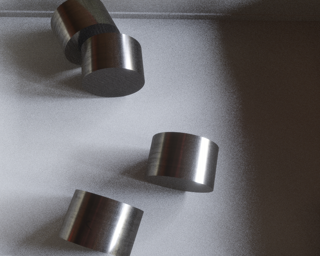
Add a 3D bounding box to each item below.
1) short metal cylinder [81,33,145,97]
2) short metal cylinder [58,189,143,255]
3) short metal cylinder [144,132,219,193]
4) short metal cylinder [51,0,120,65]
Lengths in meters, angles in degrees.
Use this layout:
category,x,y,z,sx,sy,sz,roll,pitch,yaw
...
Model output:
category,x,y,z,sx,sy,sz,roll,pitch,yaw
short metal cylinder,-0.062,-0.080,0.409,0.081,0.080,0.050,-6,70,-2
short metal cylinder,-0.064,0.105,0.342,0.080,0.080,0.050,16,71,6
short metal cylinder,0.026,0.042,0.365,0.080,0.080,0.050,10,71,3
short metal cylinder,-0.102,-0.133,0.428,0.080,0.080,0.050,-26,72,-9
